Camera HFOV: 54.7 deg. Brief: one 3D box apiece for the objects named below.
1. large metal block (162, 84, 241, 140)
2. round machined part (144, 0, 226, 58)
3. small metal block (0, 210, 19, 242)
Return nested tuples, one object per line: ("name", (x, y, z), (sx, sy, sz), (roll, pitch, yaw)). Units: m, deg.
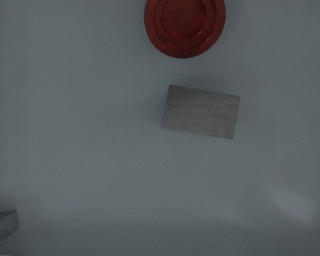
("large metal block", (0.046, -0.018, 0.385), (0.080, 0.080, 0.050), (9, 90, -1))
("round machined part", (0.029, -0.141, 0.389), (0.099, 0.042, 0.097), (-3, 123, -5))
("small metal block", (-0.218, 0.127, 0.396), (0.050, 0.050, 0.025), (-5, 90, -1))
